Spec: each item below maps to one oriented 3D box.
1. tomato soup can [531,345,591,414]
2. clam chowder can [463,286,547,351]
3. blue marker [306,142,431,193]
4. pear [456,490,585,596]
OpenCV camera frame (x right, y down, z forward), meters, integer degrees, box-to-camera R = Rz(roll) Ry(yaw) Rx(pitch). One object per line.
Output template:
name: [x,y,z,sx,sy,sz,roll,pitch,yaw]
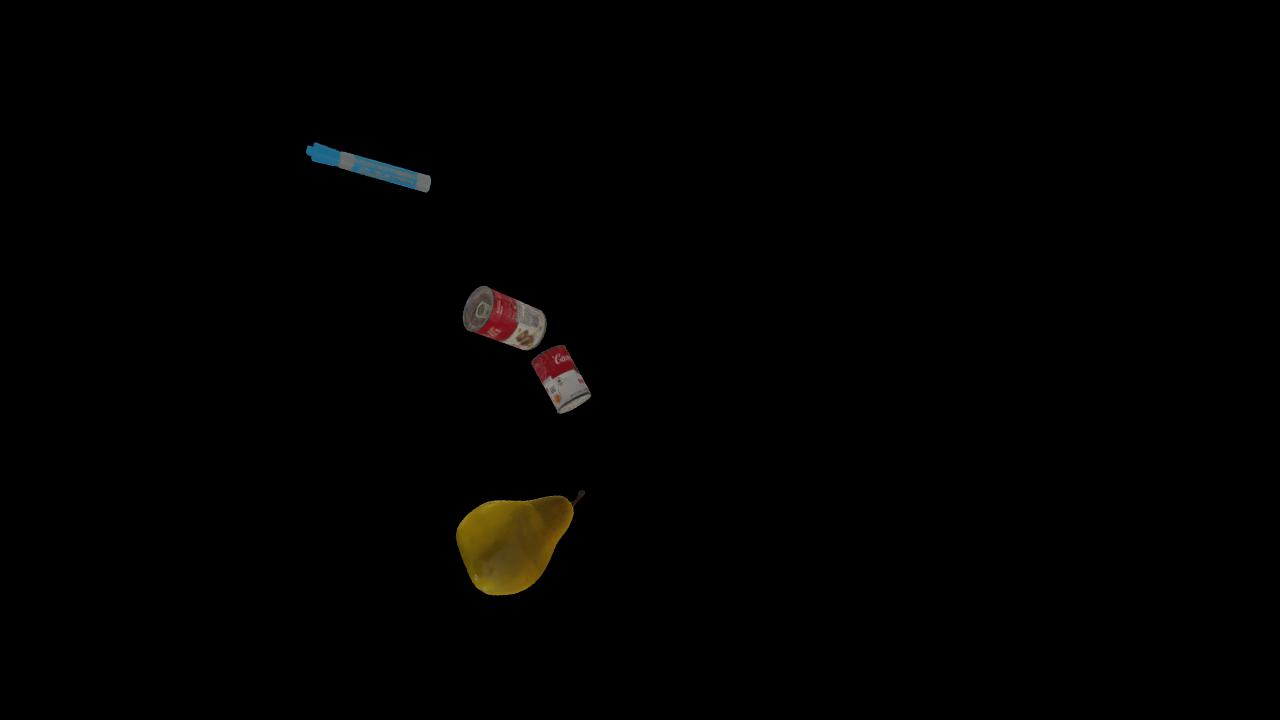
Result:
tomato soup can: [-0.136,0.034,1.063,0.068,0.101,0.068,-29,-11,-6]
clam chowder can: [-0.194,-0.059,0.891,0.068,0.068,0.102,0,-15,41]
blue marker: [-0.280,-0.200,0.641,0.121,0.020,0.020,7,-4,-40]
pear: [-0.087,0.137,0.491,0.111,0.080,0.080,-22,8,-20]
